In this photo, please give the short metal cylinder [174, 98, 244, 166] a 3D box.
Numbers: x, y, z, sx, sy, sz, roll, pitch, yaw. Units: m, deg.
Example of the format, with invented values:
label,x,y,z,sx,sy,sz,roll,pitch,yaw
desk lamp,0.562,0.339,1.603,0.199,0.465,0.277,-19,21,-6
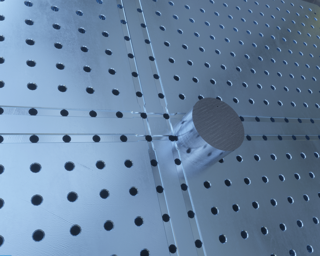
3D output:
label,x,y,z,sx,sy,sz,roll,pitch,yaw
short metal cylinder,0.067,0.005,0.424,0.081,0.050,0.080,13,56,-21
